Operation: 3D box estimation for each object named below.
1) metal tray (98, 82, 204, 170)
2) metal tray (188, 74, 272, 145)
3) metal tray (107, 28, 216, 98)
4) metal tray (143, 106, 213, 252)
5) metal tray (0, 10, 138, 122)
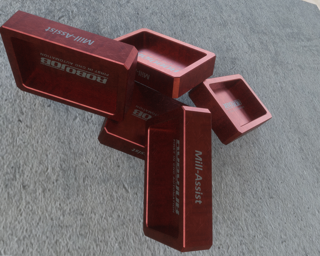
[{"bbox_3d":[-0.004,-0.001,0.402,0.131,0.030,0.090,23,53,-15],"label":"metal tray"},{"bbox_3d":[0.109,-0.033,0.462,0.131,0.030,0.090,-19,71,-51],"label":"metal tray"},{"bbox_3d":[-0.003,-0.093,0.421,0.130,0.030,0.091,29,45,27],"label":"metal tray"},{"bbox_3d":[0.015,0.049,0.318,0.030,0.090,0.129,5,80,-26],"label":"metal tray"},{"bbox_3d":[-0.094,-0.062,0.332,0.131,0.089,0.030,18,53,2],"label":"metal tray"}]
